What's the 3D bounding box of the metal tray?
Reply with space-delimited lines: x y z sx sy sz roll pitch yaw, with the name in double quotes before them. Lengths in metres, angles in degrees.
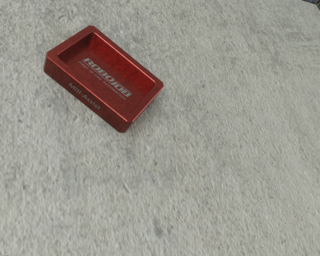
"metal tray" -0.070 -0.066 0.404 0.130 0.030 0.090 39 51 -2
